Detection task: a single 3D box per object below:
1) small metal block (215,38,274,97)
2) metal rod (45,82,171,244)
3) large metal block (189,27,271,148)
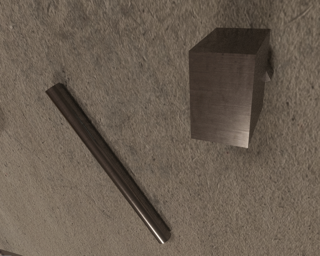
[{"bbox_3d":[0.082,-0.067,0.322,0.050,0.025,0.050,-20,108,35],"label":"small metal block"},{"bbox_3d":[-0.074,0.062,0.481,0.025,0.025,0.299,-25,105,36],"label":"metal rod"},{"bbox_3d":[0.064,-0.040,0.280,0.050,0.080,0.079,9,123,23],"label":"large metal block"}]
